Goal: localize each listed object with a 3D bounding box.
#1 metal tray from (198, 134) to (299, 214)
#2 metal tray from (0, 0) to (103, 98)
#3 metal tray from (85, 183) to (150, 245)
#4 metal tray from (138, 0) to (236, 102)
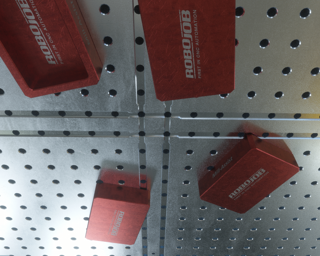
[{"bbox_3d":[0.131,0.076,0.475,0.091,0.030,0.129,24,126,-20],"label":"metal tray"},{"bbox_3d":[-0.125,-0.098,0.322,0.090,0.030,0.129,-11,130,8],"label":"metal tray"},{"bbox_3d":[-0.075,0.153,0.538,0.091,0.030,0.129,11,129,-10],"label":"metal tray"},{"bbox_3d":[0.032,-0.093,0.330,0.090,0.030,0.129,-7,130,5],"label":"metal tray"}]
